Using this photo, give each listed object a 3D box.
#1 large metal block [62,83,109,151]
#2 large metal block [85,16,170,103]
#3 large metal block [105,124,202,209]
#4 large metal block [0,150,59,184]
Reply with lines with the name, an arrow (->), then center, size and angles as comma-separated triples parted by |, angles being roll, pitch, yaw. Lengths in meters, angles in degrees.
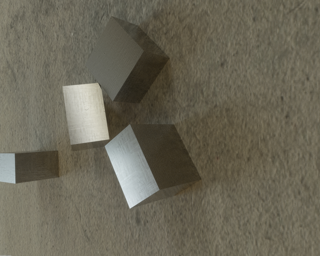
large metal block -> -0.108, -0.013, 0.451 | 0.080, 0.050, 0.080 | 143, 118, -72
large metal block -> -0.047, -0.091, 0.425 | 0.080, 0.050, 0.080 | 51, 120, 27
large metal block -> -0.008, 0.042, 0.374 | 0.050, 0.081, 0.080 | -39, 67, 33
large metal block -> -0.244, 0.069, 0.567 | 0.080, 0.081, 0.050 | -4, 88, 39
